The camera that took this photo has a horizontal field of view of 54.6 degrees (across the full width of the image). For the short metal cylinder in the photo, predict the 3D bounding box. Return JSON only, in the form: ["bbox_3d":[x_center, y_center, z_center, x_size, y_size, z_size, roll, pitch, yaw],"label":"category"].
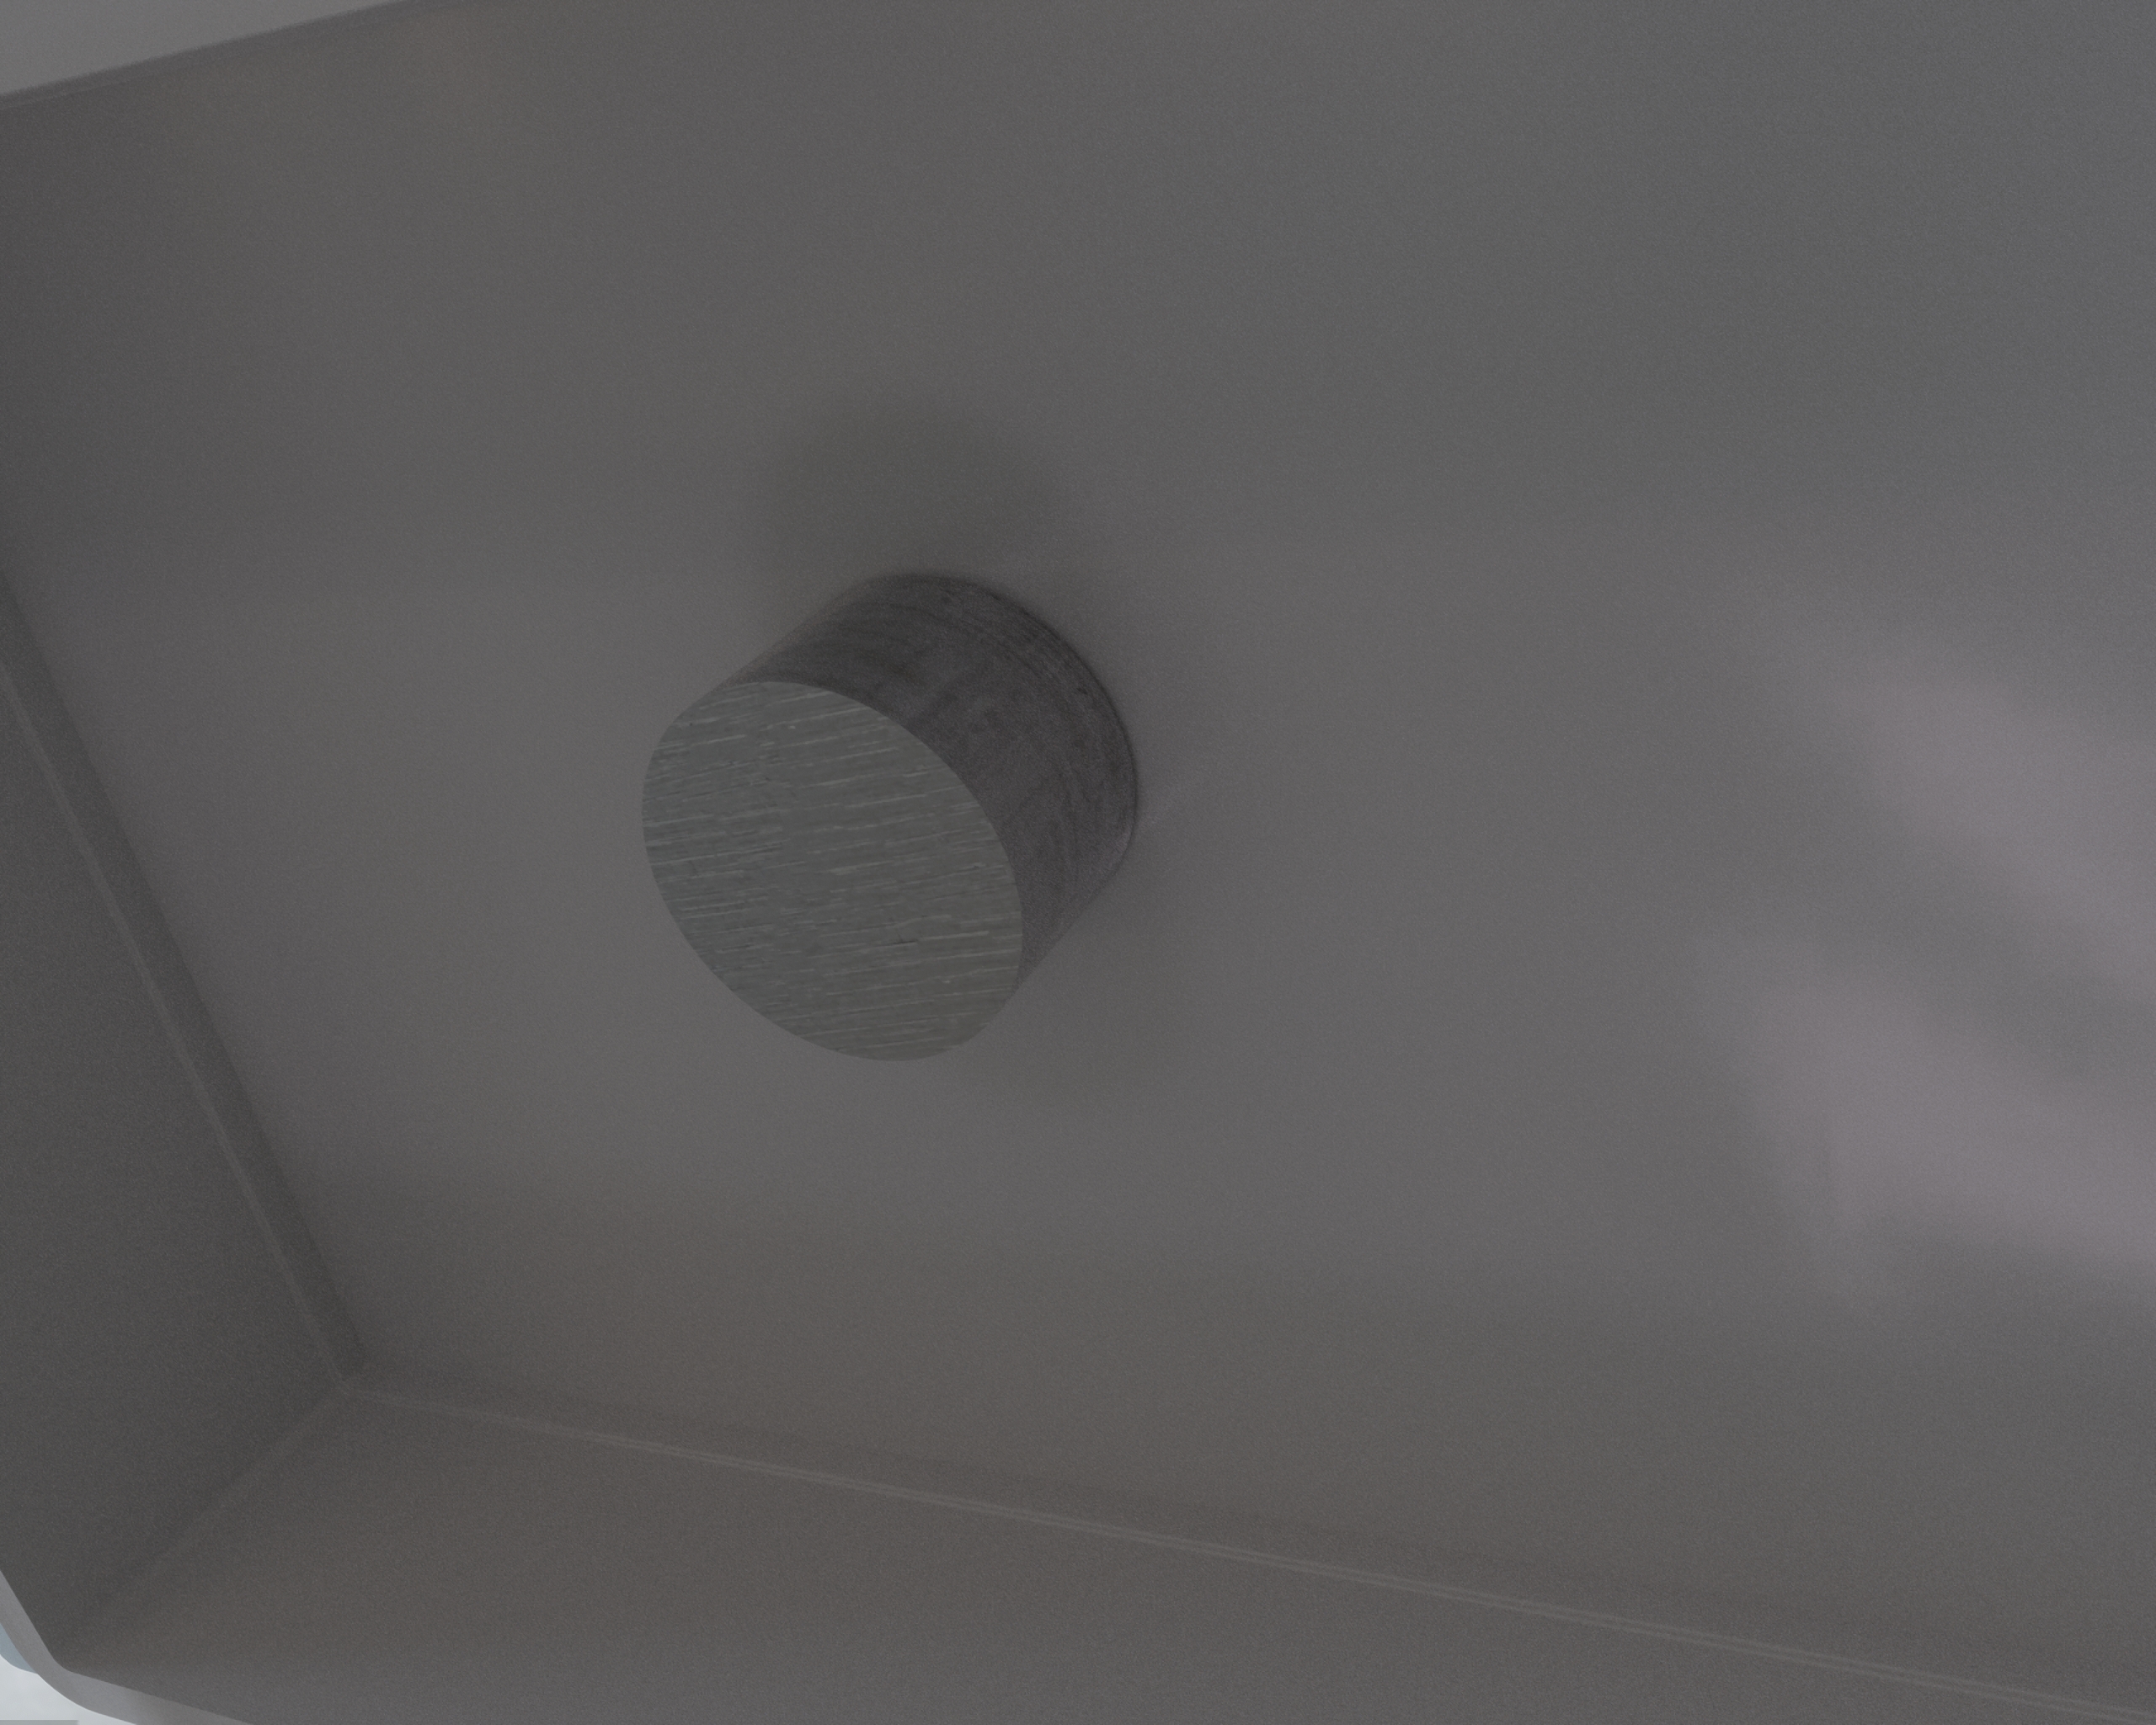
[{"bbox_3d":[-0.036,-0.009,0.404,0.080,0.050,0.080,13,124,21],"label":"short metal cylinder"}]
